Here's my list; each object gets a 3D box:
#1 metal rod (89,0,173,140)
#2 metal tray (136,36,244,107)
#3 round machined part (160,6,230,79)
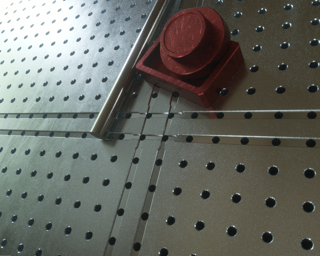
[{"bbox_3d":[-0.035,-0.118,0.497,0.025,0.025,0.300,10,66,32],"label":"metal rod"},{"bbox_3d":[0.039,-0.093,0.440,0.130,0.030,0.090,30,78,37],"label":"metal tray"},{"bbox_3d":[0.040,-0.118,0.414,0.098,0.042,0.098,-10,71,33],"label":"round machined part"}]
